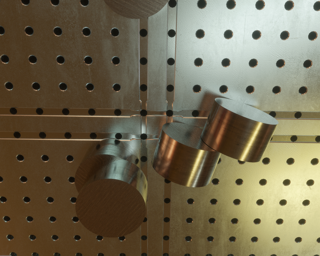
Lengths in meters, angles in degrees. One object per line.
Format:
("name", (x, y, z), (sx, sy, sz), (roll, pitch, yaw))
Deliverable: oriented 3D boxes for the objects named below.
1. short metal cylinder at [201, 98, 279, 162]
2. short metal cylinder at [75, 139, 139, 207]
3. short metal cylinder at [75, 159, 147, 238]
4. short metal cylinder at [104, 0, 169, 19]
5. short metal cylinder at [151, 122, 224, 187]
("short metal cylinder", (0.097, 0.001, 0.385), (0.080, 0.080, 0.050), (16, 109, -6))
("short metal cylinder", (-0.069, 0.061, 0.422), (0.081, 0.050, 0.079), (0, 110, 0))
("short metal cylinder", (-0.056, 0.084, 0.377), (0.081, 0.050, 0.079), (0, 110, 0))
("short metal cylinder", (-0.025, -0.162, 0.340), (0.081, 0.050, 0.079), (0, 110, 0))
("short metal cylinder", (0.035, 0.032, 0.396), (0.080, 0.080, 0.050), (15, 110, -6))
